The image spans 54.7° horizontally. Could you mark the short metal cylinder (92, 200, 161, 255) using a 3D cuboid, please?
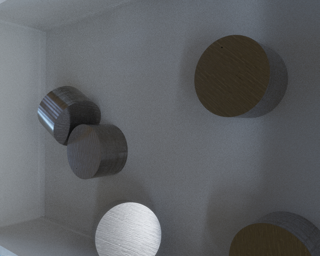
[{"bbox_3d":[-0.044,0.134,0.396,0.050,0.081,0.080,151,111,-71],"label":"short metal cylinder"}]

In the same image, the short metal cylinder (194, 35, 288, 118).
[{"bbox_3d":[0.083,-0.050,0.321,0.080,0.050,0.079,0,90,39],"label":"short metal cylinder"}]

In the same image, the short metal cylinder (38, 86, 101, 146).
[{"bbox_3d":[-0.141,-0.019,0.484,0.050,0.081,0.079,38,113,33],"label":"short metal cylinder"}]

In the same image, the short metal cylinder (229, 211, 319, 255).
[{"bbox_3d":[0.114,0.125,0.295,0.080,0.050,0.079,0,90,39],"label":"short metal cylinder"}]

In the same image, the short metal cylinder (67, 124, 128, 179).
[{"bbox_3d":[-0.095,0.034,0.466,0.080,0.050,0.079,0,90,39],"label":"short metal cylinder"}]
